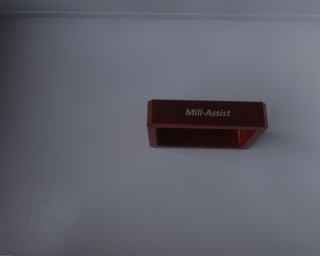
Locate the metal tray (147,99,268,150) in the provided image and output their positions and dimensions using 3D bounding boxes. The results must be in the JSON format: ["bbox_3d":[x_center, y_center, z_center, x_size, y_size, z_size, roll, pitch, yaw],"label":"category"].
[{"bbox_3d":[0.052,-0.001,0.375,0.131,0.090,0.030,1,70,0],"label":"metal tray"}]
